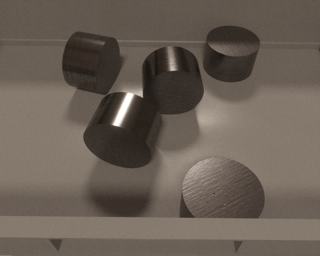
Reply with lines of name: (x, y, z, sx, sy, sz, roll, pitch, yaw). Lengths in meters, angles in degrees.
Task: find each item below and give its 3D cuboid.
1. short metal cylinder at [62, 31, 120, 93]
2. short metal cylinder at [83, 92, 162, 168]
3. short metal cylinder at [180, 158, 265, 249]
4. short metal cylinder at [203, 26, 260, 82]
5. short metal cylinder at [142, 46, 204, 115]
short metal cylinder: (-0.097, -0.094, 0.448, 0.050, 0.080, 0.080, 13, 51, 11)
short metal cylinder: (-0.042, 0.004, 0.366, 0.080, 0.080, 0.050, 11, 51, 9)
short metal cylinder: (0.062, 0.078, 0.324, 0.081, 0.050, 0.080, 0, 50, 0)
short metal cylinder: (0.111, -0.118, 0.489, 0.081, 0.050, 0.080, 0, 50, 0)
short metal cylinder: (0.016, -0.063, 0.423, 0.081, 0.080, 0.050, -3, 50, -3)
